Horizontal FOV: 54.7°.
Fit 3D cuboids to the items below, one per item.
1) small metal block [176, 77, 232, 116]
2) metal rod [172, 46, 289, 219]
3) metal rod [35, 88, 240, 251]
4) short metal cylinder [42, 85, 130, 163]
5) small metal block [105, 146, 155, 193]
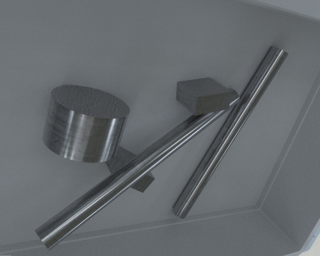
[{"bbox_3d":[0.055,-0.042,0.399,0.050,0.050,0.025,-11,123,-23],"label":"small metal block"},{"bbox_3d":[0.101,0.016,0.476,0.025,0.025,0.298,17,109,-35],"label":"metal rod"},{"bbox_3d":[-0.007,0.033,0.373,0.302,0.025,0.025,-35,131,-27],"label":"metal rod"},{"bbox_3d":[-0.078,-0.006,0.328,0.081,0.080,0.050,5,116,-31],"label":"short metal cylinder"},{"bbox_3d":[-0.041,0.052,0.404,0.050,0.050,0.025,34,99,-39],"label":"small metal block"}]
